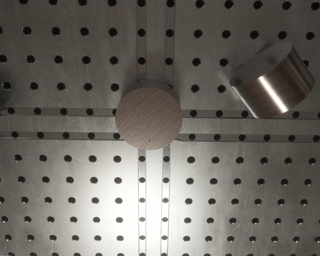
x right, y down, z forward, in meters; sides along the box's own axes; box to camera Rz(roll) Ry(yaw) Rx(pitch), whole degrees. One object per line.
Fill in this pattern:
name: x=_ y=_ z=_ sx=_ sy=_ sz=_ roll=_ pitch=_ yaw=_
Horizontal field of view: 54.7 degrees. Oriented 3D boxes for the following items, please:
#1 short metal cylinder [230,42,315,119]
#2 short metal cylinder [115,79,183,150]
short metal cylinder: x=0.131 y=-0.056 z=0.365 sx=0.080 sy=0.080 sz=0.050 roll=-37 pitch=106 yaw=12
short metal cylinder: x=-0.013 y=-0.018 z=0.393 sx=0.081 sy=0.050 sz=0.079 roll=0 pitch=110 yaw=-1
